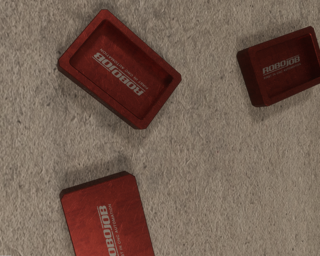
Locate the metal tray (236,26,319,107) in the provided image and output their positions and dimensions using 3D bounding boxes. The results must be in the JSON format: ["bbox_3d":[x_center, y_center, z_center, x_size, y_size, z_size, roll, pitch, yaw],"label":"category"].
[{"bbox_3d":[0.190,-0.095,0.478,0.131,0.030,0.090,-22,98,-19],"label":"metal tray"}]

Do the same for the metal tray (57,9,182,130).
[{"bbox_3d":[-0.048,-0.070,0.389,0.130,0.030,0.090,39,77,-16],"label":"metal tray"}]

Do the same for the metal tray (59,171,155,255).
[{"bbox_3d":[-0.063,0.128,0.384,0.091,0.030,0.129,-15,95,-20],"label":"metal tray"}]
